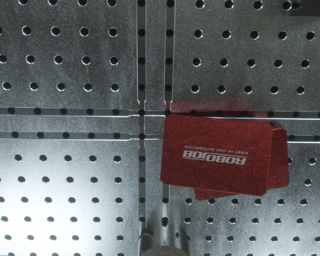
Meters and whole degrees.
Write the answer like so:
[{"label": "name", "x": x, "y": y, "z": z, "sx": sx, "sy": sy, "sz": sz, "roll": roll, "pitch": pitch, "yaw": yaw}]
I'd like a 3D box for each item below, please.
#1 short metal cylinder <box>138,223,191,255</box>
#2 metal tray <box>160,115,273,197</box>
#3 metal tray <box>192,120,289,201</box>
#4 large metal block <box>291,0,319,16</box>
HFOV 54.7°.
[{"label": "short metal cylinder", "x": 0.006, "y": 0.193, "z": 0.472, "sx": 0.081, "sy": 0.050, "sz": 0.079, "roll": 0, "pitch": 110, "yaw": -1}, {"label": "metal tray", "x": 0.070, "y": 0.032, "z": 0.396, "sx": 0.131, "sy": 0.030, "sz": 0.089, "roll": 5, "pitch": 94, "yaw": 11}, {"label": "metal tray", "x": 0.107, "y": 0.046, "z": 0.429, "sx": 0.131, "sy": 0.030, "sz": 0.089, "roll": -10, "pitch": 110, "yaw": 3}, {"label": "large metal block", "x": 0.184, "y": -0.161, "z": 0.327, "sx": 0.050, "sy": 0.080, "sz": 0.079, "roll": -1, "pitch": 110, "yaw": 0}]
